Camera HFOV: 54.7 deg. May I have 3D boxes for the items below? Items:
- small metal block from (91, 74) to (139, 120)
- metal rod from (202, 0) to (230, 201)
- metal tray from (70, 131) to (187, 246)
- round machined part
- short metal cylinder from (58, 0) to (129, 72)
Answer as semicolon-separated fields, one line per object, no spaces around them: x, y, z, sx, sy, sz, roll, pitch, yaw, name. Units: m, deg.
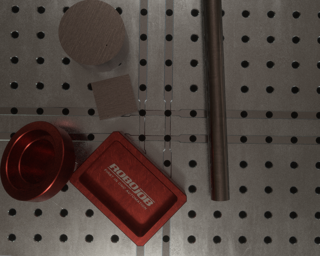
-0.059;-0.040;0.413;0.050;0.025;0.050;-14;90;-1;small metal block
0.074;-0.054;0.414;0.025;0.025;0.298;-2;90;-1;metal rod
-0.041;0.078;0.410;0.130;0.030;0.090;44;90;-1;metal tray
-0.147;0.044;0.389;0.098;0.042;0.098;-8;70;22;round machined part
-0.083;-0.116;0.400;0.081;0.050;0.079;0;90;-1;short metal cylinder
